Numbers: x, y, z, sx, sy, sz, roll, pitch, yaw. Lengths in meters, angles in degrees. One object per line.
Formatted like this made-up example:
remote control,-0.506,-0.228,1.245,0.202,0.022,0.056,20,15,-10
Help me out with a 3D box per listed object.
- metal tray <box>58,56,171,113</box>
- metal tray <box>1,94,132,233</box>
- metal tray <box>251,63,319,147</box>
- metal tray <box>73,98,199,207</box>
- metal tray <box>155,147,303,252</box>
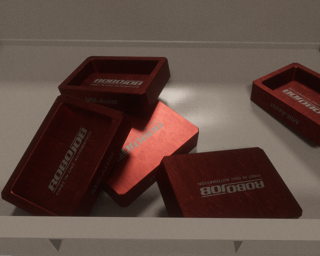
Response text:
metal tray,-0.061,-0.064,0.430,0.130,0.030,0.090,6,43,21
metal tray,-0.099,0.034,0.337,0.090,0.030,0.130,18,72,22
metal tray,0.202,-0.037,0.422,0.091,0.030,0.130,-25,46,-20
metal tray,-0.027,0.023,0.383,0.090,0.030,0.131,37,59,26
metal tray,0.070,0.068,0.325,0.131,0.030,0.090,-3,48,-23
